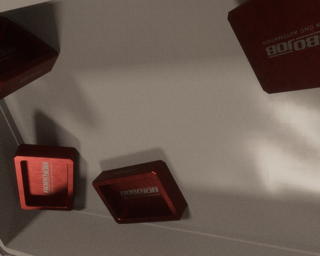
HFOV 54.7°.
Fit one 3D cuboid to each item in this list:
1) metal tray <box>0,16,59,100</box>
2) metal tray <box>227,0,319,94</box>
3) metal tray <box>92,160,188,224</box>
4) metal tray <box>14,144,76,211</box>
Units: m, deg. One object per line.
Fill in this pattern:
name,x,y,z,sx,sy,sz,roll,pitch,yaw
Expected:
metal tray,-0.196,-0.089,0.376,0.090,0.130,0.030,34,118,-6
metal tray,0.123,-0.079,0.251,0.090,0.030,0.130,58,158,-14
metal tray,-0.034,0.104,0.485,0.130,0.030,0.090,-15,111,34
metal tray,-0.193,0.088,0.532,0.091,0.030,0.129,5,126,-10
